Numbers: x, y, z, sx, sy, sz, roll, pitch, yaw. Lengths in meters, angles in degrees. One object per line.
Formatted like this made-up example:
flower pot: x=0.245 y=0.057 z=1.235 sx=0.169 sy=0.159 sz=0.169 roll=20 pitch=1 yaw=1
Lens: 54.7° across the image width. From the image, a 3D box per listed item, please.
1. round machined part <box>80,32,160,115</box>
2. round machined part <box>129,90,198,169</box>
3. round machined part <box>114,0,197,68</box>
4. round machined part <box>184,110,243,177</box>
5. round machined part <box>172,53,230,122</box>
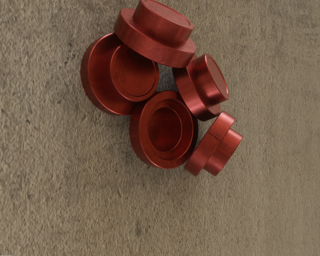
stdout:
round machined part: x=-0.040 y=-0.064 z=0.365 sx=0.099 sy=0.042 sz=0.097 roll=0 pitch=90 yaw=-40
round machined part: x=0.000 y=0.002 z=0.397 sx=0.099 sy=0.042 sz=0.097 roll=0 pitch=90 yaw=-40
round machined part: x=0.000 y=-0.115 z=0.359 sx=0.099 sy=0.098 sz=0.042 roll=1 pitch=131 yaw=-40
round machined part: x=0.078 y=0.028 z=0.427 sx=0.042 sy=0.098 sz=0.098 roll=34 pitch=62 yaw=9
round machined part: x=0.060 y=-0.061 z=0.419 sx=0.098 sy=0.042 sz=0.098 roll=44 pitch=33 yaw=-38
